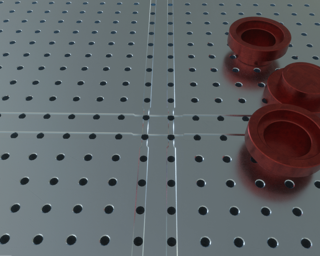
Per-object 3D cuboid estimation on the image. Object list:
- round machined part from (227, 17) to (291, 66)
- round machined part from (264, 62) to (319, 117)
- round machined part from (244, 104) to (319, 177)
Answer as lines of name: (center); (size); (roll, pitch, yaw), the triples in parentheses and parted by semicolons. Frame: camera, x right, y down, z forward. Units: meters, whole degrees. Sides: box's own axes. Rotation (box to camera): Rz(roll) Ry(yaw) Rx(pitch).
round machined part: (0.162, -0.140, 0.516); (0.099, 0.042, 0.098); (0, 50, 0)
round machined part: (0.205, -0.058, 0.446); (0.099, 0.042, 0.098); (0, 50, 0)
round machined part: (0.154, 0.019, 0.382); (0.099, 0.042, 0.098); (0, 50, 0)
